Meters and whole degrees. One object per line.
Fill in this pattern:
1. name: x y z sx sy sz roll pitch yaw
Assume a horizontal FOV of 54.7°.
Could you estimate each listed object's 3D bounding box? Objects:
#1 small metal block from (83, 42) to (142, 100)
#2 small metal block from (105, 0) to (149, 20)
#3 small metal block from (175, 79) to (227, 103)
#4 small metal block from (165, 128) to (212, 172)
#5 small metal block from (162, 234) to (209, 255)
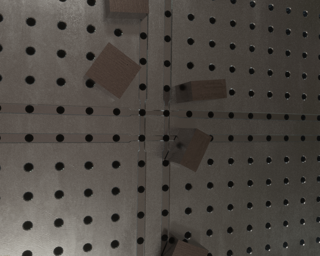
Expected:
1. small metal block: -0.060 -0.070 0.391 0.050 0.025 0.050 36 78 -17
2. small metal block: -0.044 -0.169 0.397 0.050 0.025 0.050 -5 92 -20
3. small metal block: 0.055 -0.049 0.421 0.050 0.050 0.025 -7 93 -20
4. small metal block: 0.037 0.028 0.414 0.025 0.050 0.050 29 80 -18
5. small metal block: 0.032 0.181 0.426 0.050 0.025 0.050 27 81 -19
